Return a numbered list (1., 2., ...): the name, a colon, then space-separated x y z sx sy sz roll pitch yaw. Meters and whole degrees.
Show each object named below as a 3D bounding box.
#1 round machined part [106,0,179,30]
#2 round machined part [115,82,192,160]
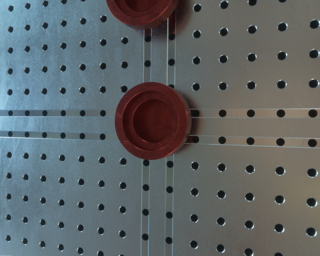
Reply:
1. round machined part: -0.019 -0.179 0.411 0.098 0.042 0.097 0 90 20
2. round machined part: -0.006 -0.009 0.406 0.098 0.042 0.097 0 90 20
